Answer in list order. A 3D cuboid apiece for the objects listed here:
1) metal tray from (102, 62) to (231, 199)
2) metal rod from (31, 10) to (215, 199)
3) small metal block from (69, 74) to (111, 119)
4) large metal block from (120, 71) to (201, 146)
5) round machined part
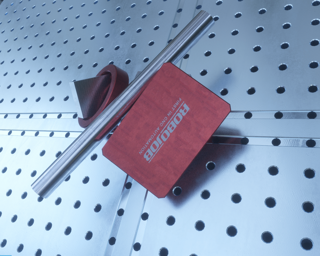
[{"bbox_3d":[0.007,0.003,0.355,0.090,0.030,0.130,37,96,7],"label":"metal tray"},{"bbox_3d":[-0.042,-0.033,0.384,0.300,0.025,0.025,-47,52,-5],"label":"metal rod"},{"bbox_3d":[-0.092,-0.045,0.430,0.050,0.050,0.025,-18,14,-27],"label":"small metal block"},{"bbox_3d":[0.000,-0.025,0.406,0.080,0.050,0.080,9,66,32],"label":"large metal block"},{"bbox_3d":[-0.072,-0.037,0.439,0.098,0.042,0.098,-34,42,38],"label":"round machined part"}]
